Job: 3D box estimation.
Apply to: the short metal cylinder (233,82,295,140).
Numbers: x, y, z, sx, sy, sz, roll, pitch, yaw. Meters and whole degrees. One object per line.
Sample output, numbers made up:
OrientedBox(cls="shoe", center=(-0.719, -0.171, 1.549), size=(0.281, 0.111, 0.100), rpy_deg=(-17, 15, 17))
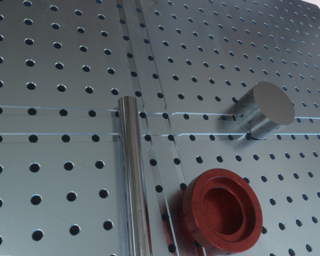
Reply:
OrientedBox(cls="short metal cylinder", center=(0.167, -0.028, 0.498), size=(0.081, 0.050, 0.080), rpy_deg=(13, 56, -21))

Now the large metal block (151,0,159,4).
OrientedBox(cls="large metal block", center=(0.002, -0.283, 0.546), size=(0.050, 0.080, 0.080), rpy_deg=(31, 52, -8))

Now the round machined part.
OrientedBox(cls="round machined part", center=(0.070, 0.102, 0.373), size=(0.099, 0.042, 0.098), rpy_deg=(14, 56, -21))

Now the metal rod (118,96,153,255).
OrientedBox(cls="metal rod", center=(-0.025, 0.096, 0.335), size=(0.025, 0.025, 0.299), rpy_deg=(7, 59, -25))
